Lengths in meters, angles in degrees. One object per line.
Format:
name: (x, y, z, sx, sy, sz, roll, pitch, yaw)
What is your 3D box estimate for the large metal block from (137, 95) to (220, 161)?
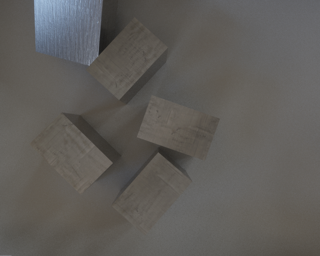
large metal block: (0.020, 0.000, 0.384, 0.080, 0.080, 0.050, 19, 90, -1)

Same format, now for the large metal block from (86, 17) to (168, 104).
large metal block: (-0.037, -0.078, 0.383, 0.050, 0.080, 0.080, 43, 90, -1)

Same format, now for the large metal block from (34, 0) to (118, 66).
large metal block: (-0.101, -0.128, 0.376, 0.080, 0.050, 0.079, 16, 122, 5)

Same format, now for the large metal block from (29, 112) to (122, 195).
large metal block: (-0.099, 0.028, 0.383, 0.080, 0.080, 0.050, 45, 90, -1)

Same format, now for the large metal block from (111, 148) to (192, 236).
large metal block: (-0.009, 0.073, 0.384, 0.050, 0.080, 0.080, 41, 90, -1)
